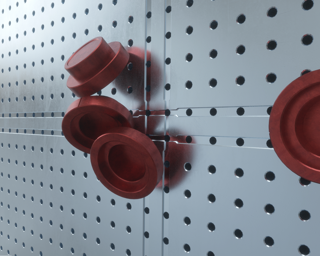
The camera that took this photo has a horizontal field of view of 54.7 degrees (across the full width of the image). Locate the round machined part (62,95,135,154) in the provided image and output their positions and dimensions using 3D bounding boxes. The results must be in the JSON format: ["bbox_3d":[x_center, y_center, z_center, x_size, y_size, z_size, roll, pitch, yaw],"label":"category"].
[{"bbox_3d":[-0.085,-0.008,0.443,0.098,0.098,0.042,-41,30,32],"label":"round machined part"}]

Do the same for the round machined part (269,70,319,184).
[{"bbox_3d":[0.152,-0.001,0.272,0.098,0.042,0.097,0,90,39],"label":"round machined part"}]

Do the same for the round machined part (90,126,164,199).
[{"bbox_3d":[-0.040,0.042,0.413,0.098,0.042,0.097,11,118,21],"label":"round machined part"}]

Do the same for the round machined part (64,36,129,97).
[{"bbox_3d":[-0.096,-0.092,0.441,0.098,0.042,0.098,-26,35,20],"label":"round machined part"}]
